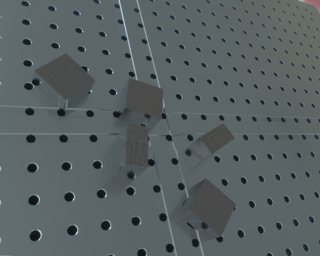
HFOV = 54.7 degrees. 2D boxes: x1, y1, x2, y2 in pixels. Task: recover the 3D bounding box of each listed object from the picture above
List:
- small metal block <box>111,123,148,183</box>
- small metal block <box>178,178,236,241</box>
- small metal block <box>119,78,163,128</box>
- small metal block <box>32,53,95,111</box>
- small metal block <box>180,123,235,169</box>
[{"bbox_3d":[-0.035,0.029,0.356,0.025,0.050,0.050,13,57,-22],"label":"small metal block"},{"bbox_3d":[0.059,0.100,0.381,0.050,0.025,0.050,41,51,-1],"label":"small metal block"},{"bbox_3d":[-0.025,-0.034,0.417,0.050,0.025,0.050,16,55,-19],"label":"small metal block"},{"bbox_3d":[-0.118,-0.057,0.380,0.050,0.025,0.050,43,51,1],"label":"small metal block"},{"bbox_3d":[0.063,0.024,0.413,0.050,0.050,0.025,-27,77,-37],"label":"small metal block"}]
